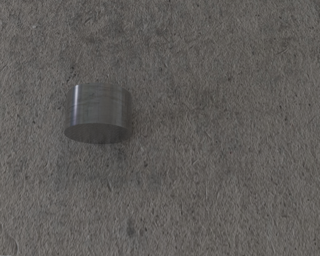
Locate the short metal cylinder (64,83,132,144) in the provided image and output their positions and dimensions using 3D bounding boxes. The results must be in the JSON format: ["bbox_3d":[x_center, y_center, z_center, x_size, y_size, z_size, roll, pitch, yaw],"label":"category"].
[{"bbox_3d":[-0.075,-0.015,0.384,0.080,0.080,0.050,-2,70,-1],"label":"short metal cylinder"}]
